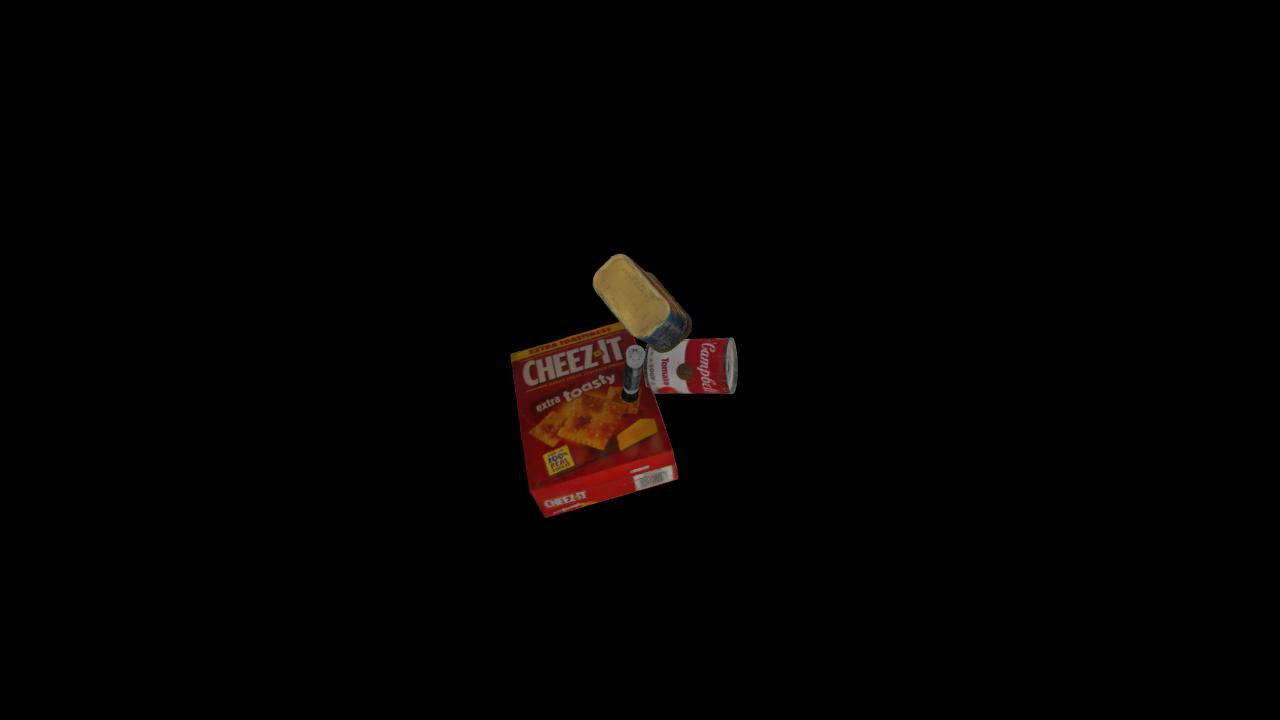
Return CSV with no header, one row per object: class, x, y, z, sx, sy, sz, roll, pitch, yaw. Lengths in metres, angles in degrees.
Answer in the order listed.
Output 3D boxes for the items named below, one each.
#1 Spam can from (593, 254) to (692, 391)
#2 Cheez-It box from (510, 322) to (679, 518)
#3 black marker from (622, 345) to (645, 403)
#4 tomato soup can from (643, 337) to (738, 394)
Spam can,0.002,-0.062,0.683,0.058,0.101,0.085,-43,-20,9
Cheez-It box,-0.062,0.064,0.759,0.166,0.223,0.071,-15,-43,-4
black marker,-0.008,0.017,0.636,0.020,0.020,0.121,0,-23,-4
tomato soup can,0.061,0.007,0.735,0.101,0.068,0.068,-1,0,20
